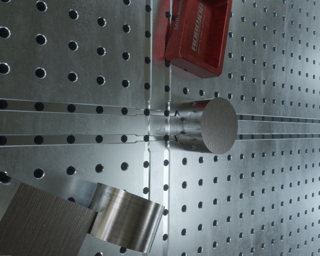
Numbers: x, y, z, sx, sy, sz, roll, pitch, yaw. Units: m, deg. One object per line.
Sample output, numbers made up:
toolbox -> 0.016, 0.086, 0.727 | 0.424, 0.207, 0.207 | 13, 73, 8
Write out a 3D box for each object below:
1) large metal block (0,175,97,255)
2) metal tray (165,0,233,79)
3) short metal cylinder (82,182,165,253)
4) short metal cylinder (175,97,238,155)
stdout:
large metal block -> -0.121, 0.100, 0.292 | 0.080, 0.050, 0.080 | 35, 69, -35
metal tray -> 0.060, -0.148, 0.455 | 0.091, 0.030, 0.129 | 16, 80, -39
short metal cylinder -> -0.040, 0.097, 0.340 | 0.080, 0.080, 0.050 | 31, 71, -36
short metal cylinder -> 0.068, -0.003, 0.450 | 0.081, 0.050, 0.079 | 0, 90, -40
